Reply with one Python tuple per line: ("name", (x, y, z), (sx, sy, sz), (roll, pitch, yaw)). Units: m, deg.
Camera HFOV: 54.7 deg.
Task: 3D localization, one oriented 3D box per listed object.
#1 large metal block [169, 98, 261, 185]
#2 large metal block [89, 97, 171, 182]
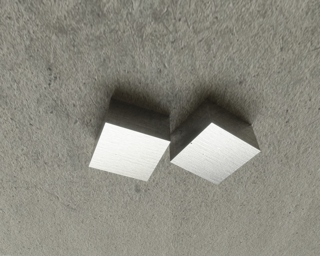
("large metal block", (0.069, 0.020, 0.408), (0.080, 0.050, 0.080), (28, 125, -22))
("large metal block", (-0.040, 0.017, 0.405), (0.081, 0.050, 0.079), (17, 128, -14))
